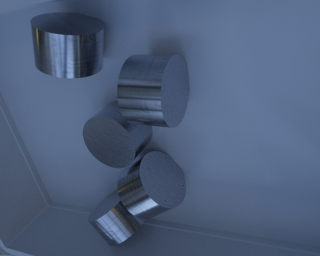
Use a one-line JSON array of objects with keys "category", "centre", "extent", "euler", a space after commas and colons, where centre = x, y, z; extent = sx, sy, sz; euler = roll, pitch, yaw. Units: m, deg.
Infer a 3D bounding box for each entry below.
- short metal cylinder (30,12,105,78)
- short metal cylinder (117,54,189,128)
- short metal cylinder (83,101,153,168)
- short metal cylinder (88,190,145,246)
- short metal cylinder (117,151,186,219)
[{"category": "short metal cylinder", "centre": [-0.107, -0.099, 0.366], "extent": [0.080, 0.080, 0.050], "euler": [20, 126, 16]}, {"category": "short metal cylinder", "centre": [-0.005, -0.042, 0.349], "extent": [0.050, 0.080, 0.079], "euler": [6, 121, 25]}, {"category": "short metal cylinder", "centre": [-0.057, 0.008, 0.426], "extent": [0.080, 0.050, 0.079], "euler": [13, 124, 20]}, {"category": "short metal cylinder", "centre": [-0.066, 0.138, 0.492], "extent": [0.080, 0.080, 0.050], "euler": [-30, 102, 37]}, {"category": "short metal cylinder", "centre": [-0.011, 0.078, 0.426], "extent": [0.080, 0.080, 0.050], "euler": [49, 128, -7]}]
